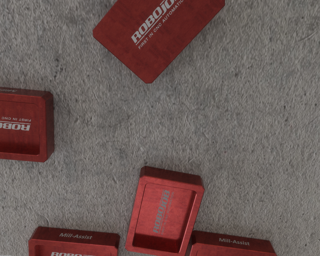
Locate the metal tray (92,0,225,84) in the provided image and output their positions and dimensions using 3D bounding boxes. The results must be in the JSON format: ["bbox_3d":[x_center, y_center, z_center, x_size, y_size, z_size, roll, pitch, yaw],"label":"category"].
[{"bbox_3d":[-0.002,-0.128,0.360,0.090,0.030,0.130,41,105,-14],"label":"metal tray"}]

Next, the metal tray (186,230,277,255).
[{"bbox_3d":[0.105,0.214,0.486,0.131,0.030,0.089,9,110,-4],"label":"metal tray"}]

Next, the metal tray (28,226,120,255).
[{"bbox_3d":[-0.132,0.204,0.480,0.131,0.030,0.089,6,110,-3],"label":"metal tray"}]

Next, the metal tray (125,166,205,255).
[{"bbox_3d":[0.005,0.125,0.453,0.091,0.030,0.129,11,110,-5],"label":"metal tray"}]

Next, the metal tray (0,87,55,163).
[{"bbox_3d":[-0.208,-0.006,0.402,0.131,0.030,0.089,5,110,-2],"label":"metal tray"}]
